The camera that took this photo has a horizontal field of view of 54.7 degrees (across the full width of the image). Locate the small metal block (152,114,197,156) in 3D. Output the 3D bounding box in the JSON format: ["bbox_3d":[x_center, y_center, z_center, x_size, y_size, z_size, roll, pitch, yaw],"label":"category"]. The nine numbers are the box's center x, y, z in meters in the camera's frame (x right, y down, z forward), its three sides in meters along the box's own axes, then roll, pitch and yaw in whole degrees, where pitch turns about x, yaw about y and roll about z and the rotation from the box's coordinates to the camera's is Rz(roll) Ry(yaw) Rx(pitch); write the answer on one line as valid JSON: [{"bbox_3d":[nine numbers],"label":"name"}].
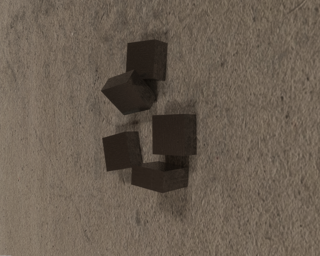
[{"bbox_3d":[0.018,0.008,0.389,0.050,0.025,0.050,-1,90,39],"label":"small metal block"}]

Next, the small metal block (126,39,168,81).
[{"bbox_3d":[-0.019,-0.090,0.418,0.050,0.025,0.050,6,94,39],"label":"small metal block"}]

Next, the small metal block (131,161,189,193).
[{"bbox_3d":[0.000,0.060,0.387,0.050,0.050,0.025,6,94,39],"label":"small metal block"}]

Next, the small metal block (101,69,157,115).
[{"bbox_3d":[-0.042,-0.047,0.418,0.050,0.050,0.025,-10,43,39],"label":"small metal block"}]

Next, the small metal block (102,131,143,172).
[{"bbox_3d":[-0.054,0.034,0.448,0.050,0.025,0.050,-15,81,38],"label":"small metal block"}]
